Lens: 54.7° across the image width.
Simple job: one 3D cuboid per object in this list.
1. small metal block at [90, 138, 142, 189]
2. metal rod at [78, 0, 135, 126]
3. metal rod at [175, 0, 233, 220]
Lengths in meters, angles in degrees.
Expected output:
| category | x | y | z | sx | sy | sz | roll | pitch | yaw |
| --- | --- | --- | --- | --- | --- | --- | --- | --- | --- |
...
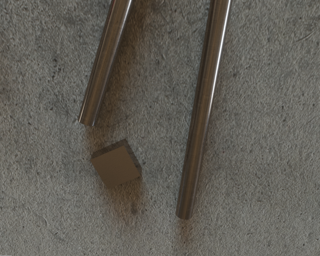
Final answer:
| category | x | y | z | sx | sy | sz | roll | pitch | yaw |
| --- | --- | --- | --- | --- | --- | --- | --- | --- | --- |
| small metal block | -0.060 | 0.049 | 0.427 | 0.050 | 0.025 | 0.050 | -24 | 109 | 8 |
| metal rod | -0.045 | -0.140 | 0.357 | 0.025 | 0.025 | 0.298 | 19 | 109 | -7 |
| metal rod | 0.053 | -0.011 | 0.406 | 0.025 | 0.025 | 0.298 | 6 | 110 | -3 |
